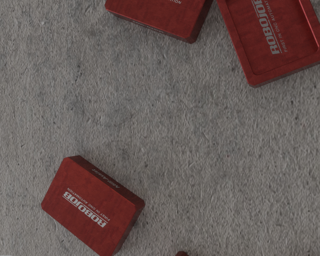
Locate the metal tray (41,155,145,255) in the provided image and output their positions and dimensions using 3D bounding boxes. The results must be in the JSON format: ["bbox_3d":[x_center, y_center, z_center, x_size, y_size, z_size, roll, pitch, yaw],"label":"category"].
[{"bbox_3d":[-0.098,0.109,0.441,0.130,0.030,0.090,31,100,17],"label":"metal tray"}]

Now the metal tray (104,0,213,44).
[{"bbox_3d":[0.001,-0.175,0.406,0.130,0.030,0.090,26,98,18],"label":"metal tray"}]

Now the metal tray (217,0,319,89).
[{"bbox_3d":[0.127,-0.122,0.361,0.090,0.030,0.129,-21,83,18],"label":"metal tray"}]

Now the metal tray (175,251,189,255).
[{"bbox_3d":[0.019,0.239,0.399,0.090,0.030,0.130,39,102,15],"label":"metal tray"}]
